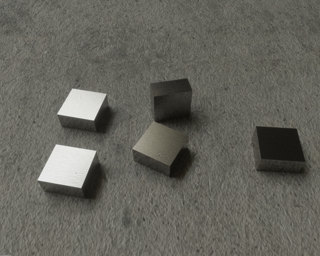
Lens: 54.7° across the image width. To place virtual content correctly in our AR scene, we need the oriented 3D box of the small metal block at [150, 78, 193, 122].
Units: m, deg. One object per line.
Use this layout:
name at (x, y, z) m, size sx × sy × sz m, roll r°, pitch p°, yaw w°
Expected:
small metal block at (0.014, -0.037, 0.418) m, size 0.050 × 0.050 × 0.025 m, roll -9°, pitch 51°, yaw -8°

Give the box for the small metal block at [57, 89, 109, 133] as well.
small metal block at (-0.103, -0.024, 0.423) m, size 0.050 × 0.025 × 0.050 m, roll 10°, pitch 51°, yaw 8°

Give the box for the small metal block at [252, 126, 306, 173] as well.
small metal block at (0.144, 0.026, 0.382) m, size 0.050 × 0.025 × 0.050 m, roll 4°, pitch 50°, yaw 3°

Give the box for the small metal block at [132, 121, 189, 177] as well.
small metal block at (0.002, 0.025, 0.382) m, size 0.050 × 0.025 × 0.050 m, roll 23°, pitch 54°, yaw 18°

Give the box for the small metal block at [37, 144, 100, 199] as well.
small metal block at (-0.104, 0.050, 0.360) m, size 0.050 × 0.025 × 0.050 m, roll 9°, pitch 51°, yaw 7°
